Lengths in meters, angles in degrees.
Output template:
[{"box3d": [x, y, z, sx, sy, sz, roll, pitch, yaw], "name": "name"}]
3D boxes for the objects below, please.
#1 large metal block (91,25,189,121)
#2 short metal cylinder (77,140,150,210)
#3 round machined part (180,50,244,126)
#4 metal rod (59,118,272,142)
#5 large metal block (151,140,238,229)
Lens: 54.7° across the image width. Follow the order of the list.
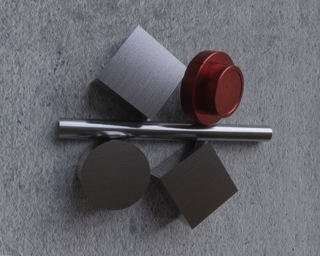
[{"box3d": [-0.026, -0.064, 0.386, 0.080, 0.050, 0.080, 38, 78, -16], "name": "large metal block"}, {"box3d": [-0.058, 0.054, 0.376, 0.081, 0.050, 0.079, 0, 90, -21], "name": "short metal cylinder"}, {"box3d": [0.074, -0.050, 0.405, 0.099, 0.042, 0.097, -21, 119, -42], "name": "round machined part"}, {"box3d": [0.022, 0.004, 0.420, 0.303, 0.025, 0.025, 2, 90, -21], "name": "metal rod"}, {"box3d": [0.043, 0.072, 0.414, 0.080, 0.050, 0.080, -35, 102, -17], "name": "large metal block"}]
